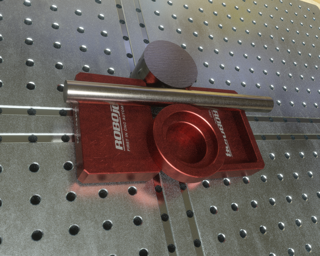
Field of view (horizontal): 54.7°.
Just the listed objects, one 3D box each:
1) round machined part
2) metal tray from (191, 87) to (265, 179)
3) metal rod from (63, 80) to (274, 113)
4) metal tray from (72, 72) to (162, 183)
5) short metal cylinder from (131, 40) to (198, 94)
[{"bbox_3d":[0.029,0.022,0.383,0.099,0.042,0.098,14,56,-21],"label":"round machined part"},{"bbox_3d":[0.087,0.005,0.444,0.091,0.030,0.130,1,61,-28],"label":"metal tray"},{"bbox_3d":[0.032,-0.038,0.404,0.303,0.025,0.025,1,62,-28],"label":"metal rod"},{"bbox_3d":[-0.054,-0.002,0.371,0.091,0.030,0.130,3,61,-27],"label":"metal tray"},{"bbox_3d":[0.005,-0.076,0.436,0.081,0.050,0.080,14,56,-21],"label":"short metal cylinder"}]
